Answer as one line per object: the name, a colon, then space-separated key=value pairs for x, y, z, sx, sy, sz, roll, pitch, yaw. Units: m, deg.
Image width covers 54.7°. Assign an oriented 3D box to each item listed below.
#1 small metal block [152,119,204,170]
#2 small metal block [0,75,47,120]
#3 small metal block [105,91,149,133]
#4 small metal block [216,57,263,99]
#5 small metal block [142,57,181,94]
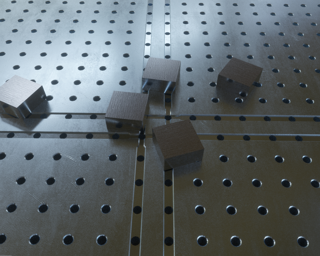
small metal block: x=0.022 y=0.020 z=0.391 sx=0.050 sy=0.025 sz=0.050 roll=-13 pitch=51 yaw=-12
small metal block: x=-0.202 y=-0.045 z=0.443 sx=0.050 sy=0.025 sz=0.050 roll=21 pitch=53 yaw=16
small metal block: x=-0.044 y=-0.023 z=0.426 sx=0.050 sy=0.025 sz=0.050 roll=6 pitch=50 yaw=4
small metal block: x=0.122 y=-0.077 z=0.474 sx=0.050 sy=0.025 sz=0.050 roll=27 pitch=55 yaw=20
small metal block: x=0.003 y=-0.081 z=0.476 sx=0.050 sy=0.025 sz=0.050 roll=8 pitch=50 yaw=6
